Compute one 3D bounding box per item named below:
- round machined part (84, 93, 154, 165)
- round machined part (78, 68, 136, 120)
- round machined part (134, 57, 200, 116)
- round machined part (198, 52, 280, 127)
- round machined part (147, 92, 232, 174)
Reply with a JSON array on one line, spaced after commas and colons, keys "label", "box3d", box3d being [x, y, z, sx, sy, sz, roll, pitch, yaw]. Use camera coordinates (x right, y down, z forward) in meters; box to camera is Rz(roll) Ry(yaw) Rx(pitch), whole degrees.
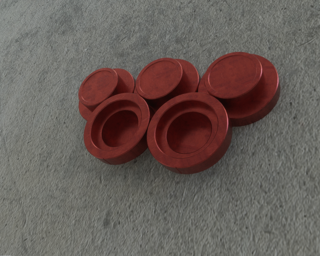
[{"label": "round machined part", "box3d": [-0.049, 0.005, 0.416, 0.098, 0.042, 0.098, -13, 56, 20]}, {"label": "round machined part", "box3d": [-0.083, -0.052, 0.468, 0.098, 0.042, 0.098, -13, 56, 20]}, {"label": "round machined part", "box3d": [0.006, -0.057, 0.425, 0.098, 0.042, 0.098, -13, 56, 20]}, {"label": "round machined part", "box3d": [0.093, -0.054, 0.378, 0.098, 0.042, 0.098, -13, 56, 20]}, {"label": "round machined part", "box3d": [0.037, 0.010, 0.368, 0.098, 0.042, 0.098, -13, 56, 20]}]
